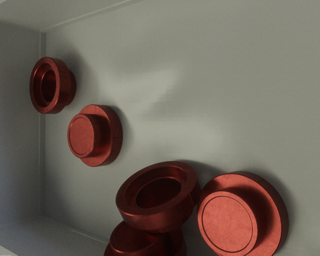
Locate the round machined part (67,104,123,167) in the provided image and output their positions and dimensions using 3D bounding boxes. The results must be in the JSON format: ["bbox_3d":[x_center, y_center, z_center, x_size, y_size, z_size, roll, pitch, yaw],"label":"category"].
[{"bbox_3d":[-0.107,0.012,0.481,0.098,0.042,0.097,0,90,39],"label":"round machined part"}]

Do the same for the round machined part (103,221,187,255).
[{"bbox_3d":[-0.021,0.139,0.370,0.098,0.099,0.042,1,116,39],"label":"round machined part"}]

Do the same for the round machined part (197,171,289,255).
[{"bbox_3d":[0.080,0.097,0.329,0.098,0.042,0.097,0,90,39],"label":"round machined part"}]

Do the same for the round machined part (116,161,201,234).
[{"bbox_3d":[0.001,0.084,0.366,0.098,0.099,0.042,1,121,39],"label":"round machined part"}]

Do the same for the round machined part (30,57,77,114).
[{"bbox_3d":[-0.185,-0.073,0.545,0.098,0.042,0.097,0,90,39],"label":"round machined part"}]
